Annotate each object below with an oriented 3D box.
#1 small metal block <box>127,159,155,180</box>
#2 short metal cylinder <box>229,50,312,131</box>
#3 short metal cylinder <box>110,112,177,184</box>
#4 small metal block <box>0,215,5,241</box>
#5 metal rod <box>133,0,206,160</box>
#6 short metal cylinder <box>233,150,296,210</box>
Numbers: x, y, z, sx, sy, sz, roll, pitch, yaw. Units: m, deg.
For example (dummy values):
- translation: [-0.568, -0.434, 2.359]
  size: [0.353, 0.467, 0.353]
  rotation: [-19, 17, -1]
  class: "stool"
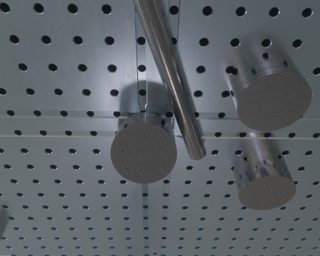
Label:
- translation: [-0.024, 0.051, 0.455]
  size: [0.050, 0.025, 0.050]
  rotation: [0, 130, 0]
  class: "small metal block"
- translation: [0.126, -0.042, 0.361]
  size: [0.081, 0.050, 0.079]
  rotation: [0, 130, 0]
  class: "short metal cylinder"
- translation: [-0.020, 0.024, 0.398]
  size: [0.081, 0.050, 0.079]
  rotation: [0, 107, 0]
  class: "short metal cylinder"
- translation: [-0.317, 0.180, 0.562]
  size: [0.050, 0.025, 0.050]
  rotation: [5, 130, -5]
  class: "small metal block"
- translation: [0.009, -0.071, 0.350]
  size: [0.025, 0.025, 0.299]
  rotation: [-14, 129, 11]
  class: "metal rod"
- translation: [0.154, 0.079, 0.464]
  size: [0.081, 0.050, 0.079]
  rotation: [0, 130, 0]
  class: "short metal cylinder"
